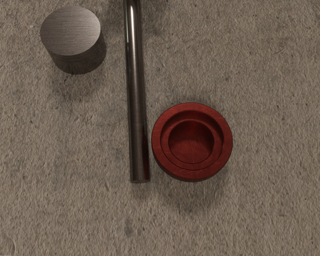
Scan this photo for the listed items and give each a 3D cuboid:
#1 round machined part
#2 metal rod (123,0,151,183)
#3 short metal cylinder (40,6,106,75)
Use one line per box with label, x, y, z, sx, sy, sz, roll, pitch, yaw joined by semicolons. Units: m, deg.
round machined part;0.039;0.020;0.392;0.099;0.042;0.098;0;70;-1
metal rod;-0.035;-0.074;0.434;0.025;0.025;0.299;-4;70;-2
short metal cylinder;-0.120;-0.123;0.438;0.081;0.050;0.080;0;70;0
